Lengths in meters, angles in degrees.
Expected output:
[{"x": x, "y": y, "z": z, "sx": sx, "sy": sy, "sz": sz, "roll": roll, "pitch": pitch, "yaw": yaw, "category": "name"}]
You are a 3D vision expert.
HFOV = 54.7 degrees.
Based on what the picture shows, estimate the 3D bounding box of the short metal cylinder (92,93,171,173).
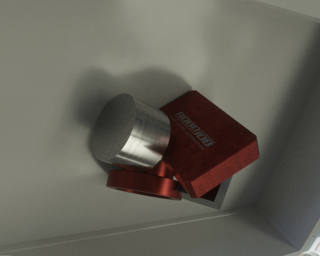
[{"x": -0.034, "y": 0.007, "z": 0.358, "sx": 0.050, "sy": 0.080, "sz": 0.080, "roll": 25, "pitch": 105, "yaw": -37, "category": "short metal cylinder"}]

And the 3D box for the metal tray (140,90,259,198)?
[{"x": 0.041, "y": 0.012, "z": 0.369, "sx": 0.090, "sy": 0.130, "sz": 0.030, "roll": -31, "pitch": 130, "yaw": -9, "category": "metal tray"}]

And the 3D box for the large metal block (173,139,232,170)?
[{"x": 0.058, "y": 0.027, "z": 0.431, "sx": 0.081, "sy": 0.050, "sz": 0.079, "roll": -14, "pitch": 129, "yaw": -21, "category": "large metal block"}]

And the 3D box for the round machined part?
[{"x": -0.017, "y": 0.065, "z": 0.404, "sx": 0.099, "sy": 0.098, "sz": 0.042, "roll": 22, "pitch": 71, "yaw": -37, "category": "round machined part"}]

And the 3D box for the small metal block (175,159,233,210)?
[{"x": 0.054, "y": 0.065, "z": 0.374, "sx": 0.050, "sy": 0.050, "sz": 0.025, "roll": -62, "pitch": 142, "yaw": -24, "category": "small metal block"}]
